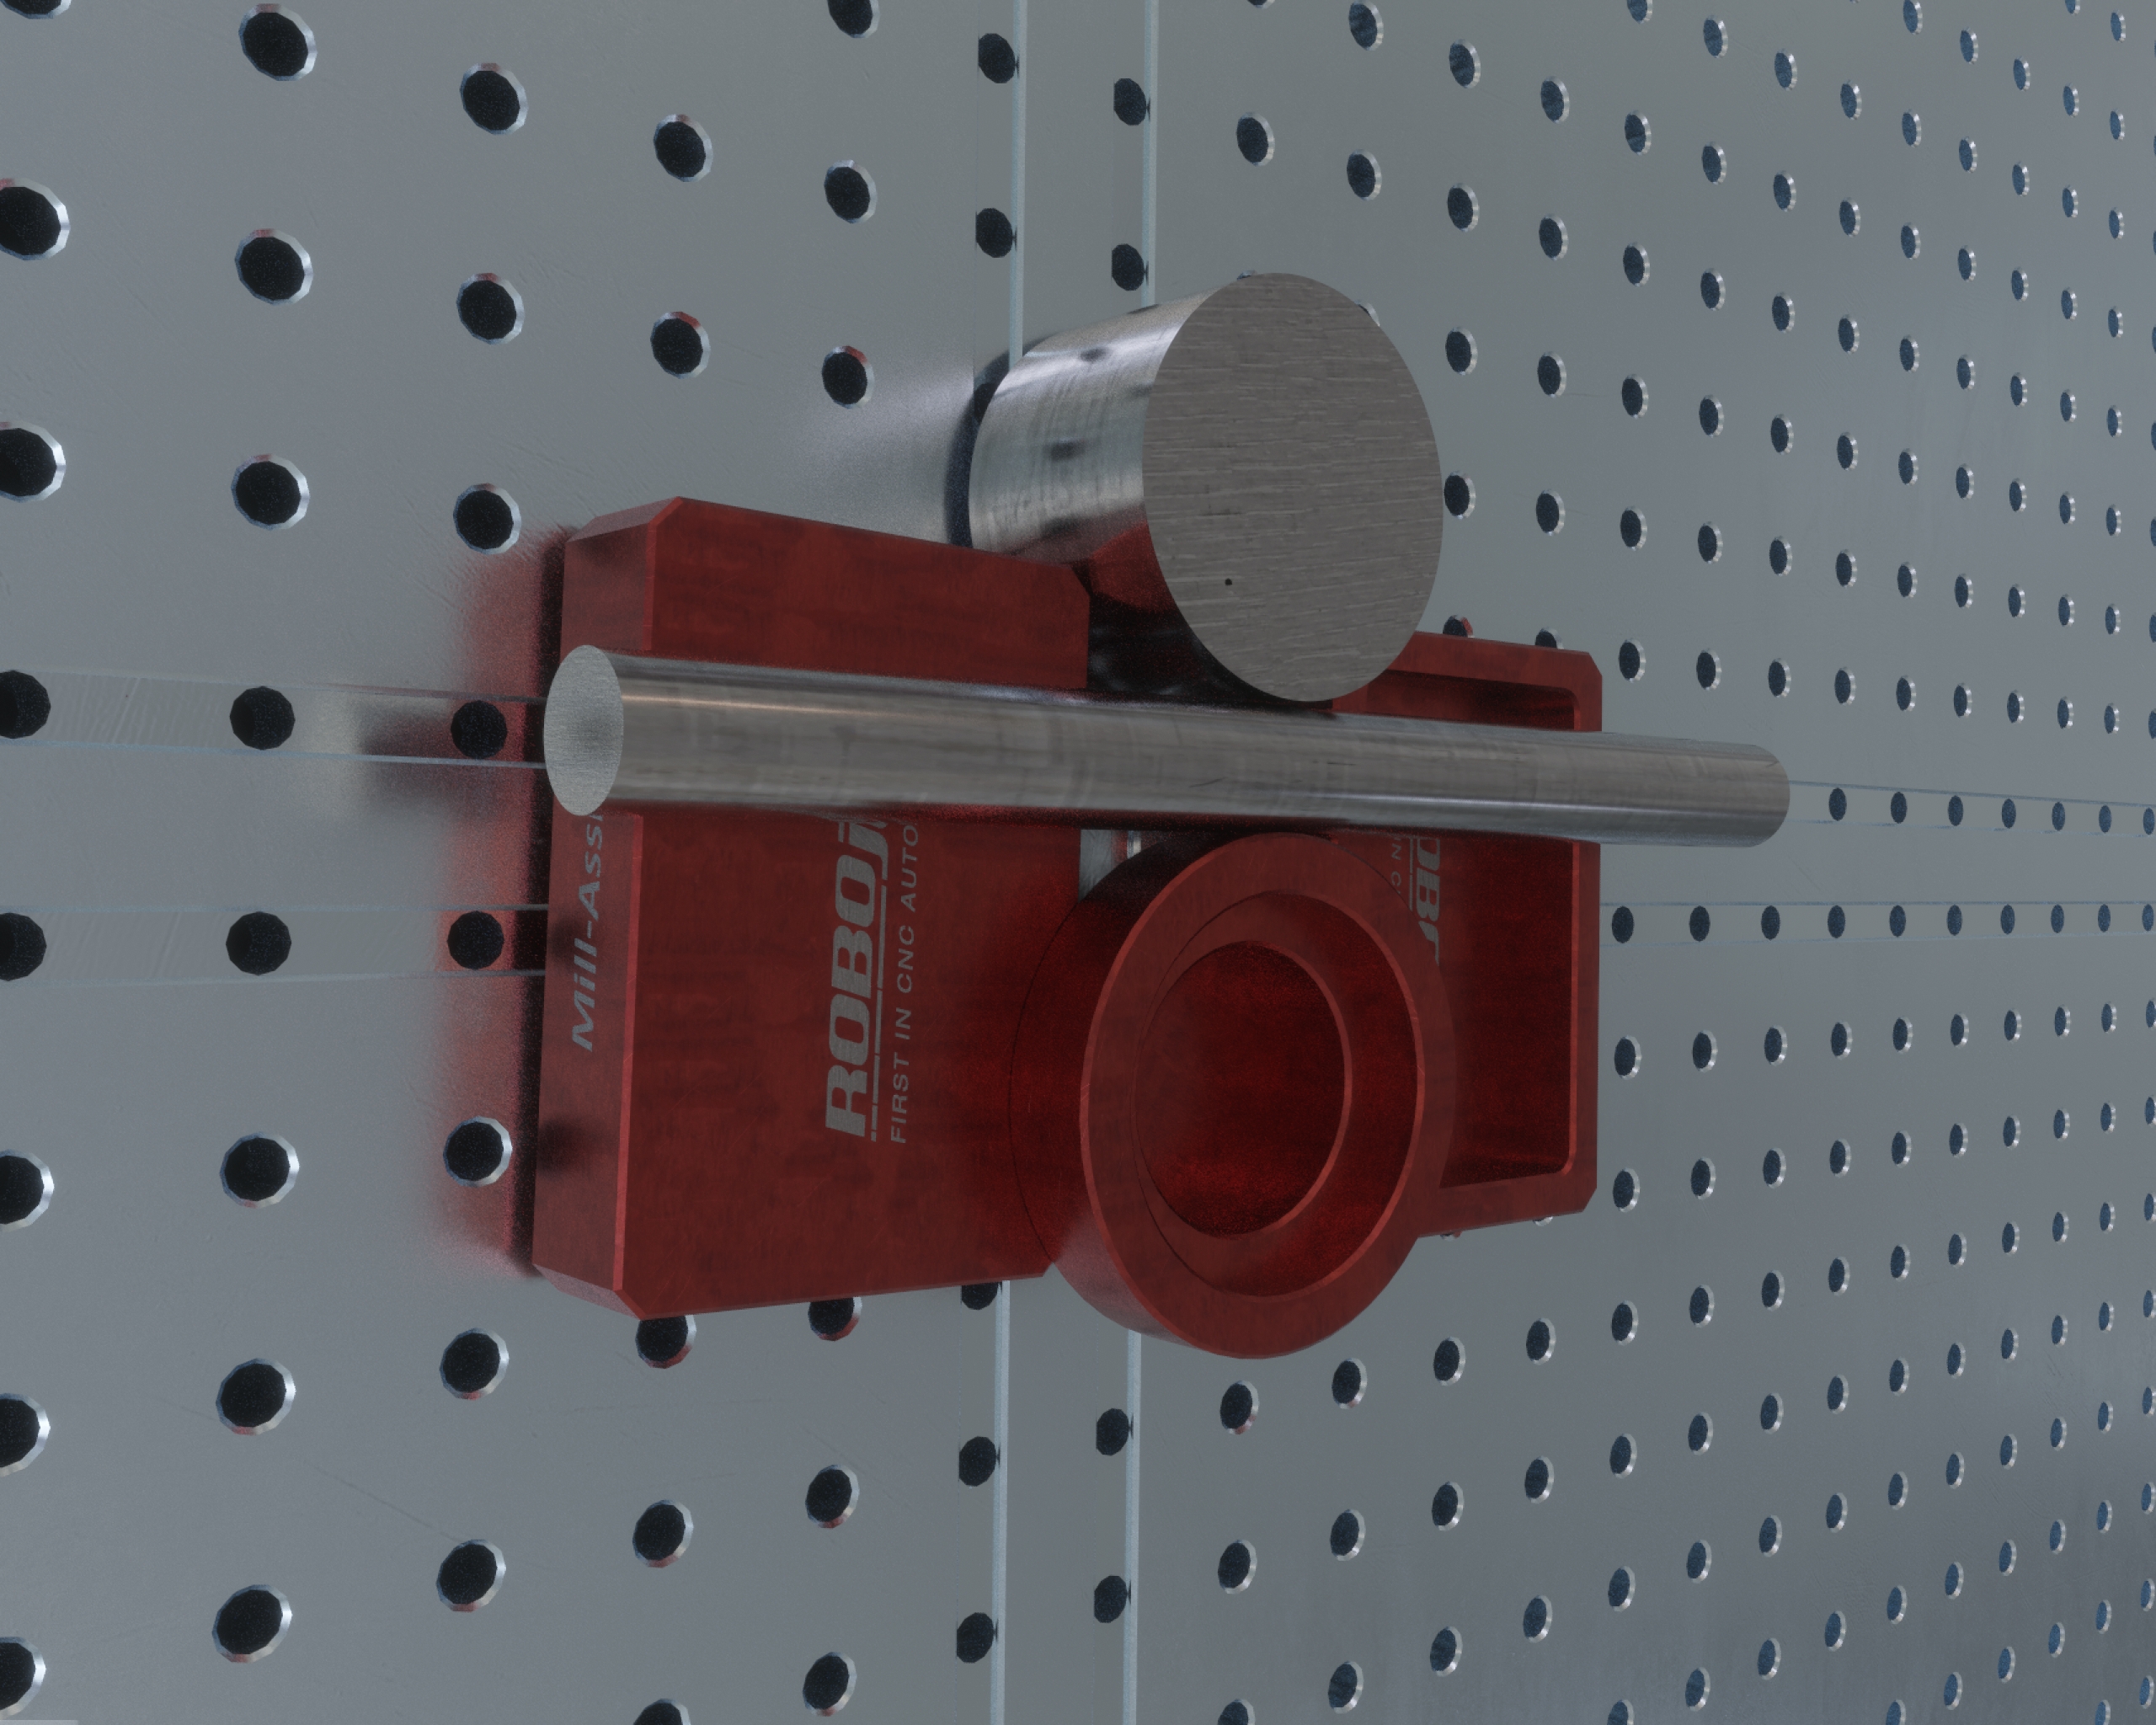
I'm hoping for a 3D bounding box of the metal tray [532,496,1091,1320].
[{"bbox_3d":[-0.044,0.008,0.363,0.091,0.030,0.129,4,88,-40],"label":"metal tray"}]

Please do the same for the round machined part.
[{"bbox_3d":[0.025,0.043,0.403,0.099,0.042,0.097,0,90,-40],"label":"round machined part"}]

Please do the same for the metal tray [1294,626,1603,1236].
[{"bbox_3d":[0.077,0.015,0.466,0.091,0.030,0.129,1,89,-40],"label":"metal tray"}]

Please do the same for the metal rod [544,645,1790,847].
[{"bbox_3d":[0.043,-0.018,0.401,0.302,0.025,0.025,1,90,-40],"label":"metal rod"}]

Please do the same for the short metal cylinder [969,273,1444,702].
[{"bbox_3d":[0.026,-0.070,0.409,0.081,0.050,0.079,0,90,-40],"label":"short metal cylinder"}]
